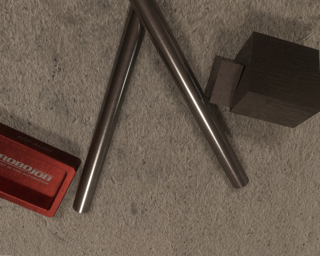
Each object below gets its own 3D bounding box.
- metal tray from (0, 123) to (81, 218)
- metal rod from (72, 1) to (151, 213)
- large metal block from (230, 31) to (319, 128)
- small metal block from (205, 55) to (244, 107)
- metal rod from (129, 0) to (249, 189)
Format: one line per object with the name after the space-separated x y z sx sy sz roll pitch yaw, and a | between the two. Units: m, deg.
-0.188 0.058 0.425 0.131 0.030 0.089 26 108 -10 | metal tray
-0.066 -0.017 0.402 0.025 0.025 0.298 18 109 -7 | metal rod
0.131 -0.054 0.356 0.081 0.050 0.080 14 66 -6 | large metal block
0.076 -0.058 0.376 0.025 0.050 0.050 13 110 -4 | small metal block
0.042 -0.039 0.380 0.025 0.025 0.299 -28 114 9 | metal rod
